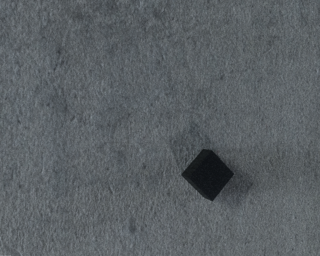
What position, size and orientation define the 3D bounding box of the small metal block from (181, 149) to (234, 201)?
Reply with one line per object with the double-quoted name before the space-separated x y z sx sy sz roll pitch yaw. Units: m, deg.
"small metal block" 0.067 0.065 0.435 0.050 0.025 0.050 46 76 -15
